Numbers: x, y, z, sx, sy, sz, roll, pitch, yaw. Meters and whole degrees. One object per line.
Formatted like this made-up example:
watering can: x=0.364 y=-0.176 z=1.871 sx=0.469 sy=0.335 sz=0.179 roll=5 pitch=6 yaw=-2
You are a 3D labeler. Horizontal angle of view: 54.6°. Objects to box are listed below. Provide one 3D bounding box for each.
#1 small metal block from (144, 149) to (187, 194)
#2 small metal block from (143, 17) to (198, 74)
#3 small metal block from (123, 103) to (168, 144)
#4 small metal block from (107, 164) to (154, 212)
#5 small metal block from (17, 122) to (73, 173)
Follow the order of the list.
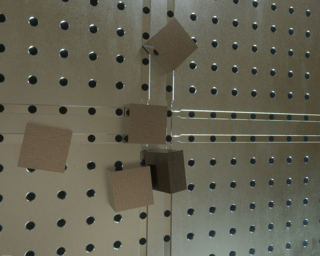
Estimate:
small metal block: x=0.006 y=0.054 z=0.399 sx=0.025 sy=0.050 sz=0.050 roll=-7 pitch=93 yaw=-36
small metal block: x=0.014 y=-0.110 z=0.417 sx=0.050 sy=0.025 sz=0.050 roll=-45 pitch=104 yaw=-14
small metal block: x=-0.019 y=-0.005 z=0.405 sx=0.050 sy=0.025 sz=0.050 roll=3 pitch=89 yaw=-20
small metal block: x=-0.038 y=0.076 z=0.399 sx=0.050 sy=0.025 sz=0.050 roll=-7 pitch=93 yaw=-20
small metal block: x=-0.134 y=0.023 z=0.363 sx=0.050 sy=0.025 sz=0.050 roll=12 pitch=86 yaw=-20
